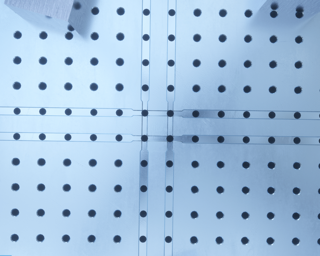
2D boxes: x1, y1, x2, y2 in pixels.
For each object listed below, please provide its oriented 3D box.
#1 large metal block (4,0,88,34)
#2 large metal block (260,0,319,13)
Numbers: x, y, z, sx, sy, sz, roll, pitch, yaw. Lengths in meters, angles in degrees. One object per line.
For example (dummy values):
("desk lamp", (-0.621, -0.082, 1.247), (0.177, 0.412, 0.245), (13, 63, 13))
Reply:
("large metal block", (-0.139, -0.178, 0.400), (0.080, 0.050, 0.080), (16, 90, 0))
("large metal block", (0.179, -0.186, 0.387), (0.080, 0.080, 0.050), (4, 90, 0))
